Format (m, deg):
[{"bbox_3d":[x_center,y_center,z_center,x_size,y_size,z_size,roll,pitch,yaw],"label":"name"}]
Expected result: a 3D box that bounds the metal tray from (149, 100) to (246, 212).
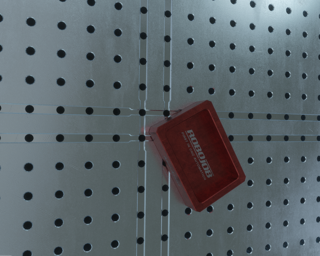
[{"bbox_3d":[0.054,0.038,0.431,0.091,0.030,0.129,-30,100,-18],"label":"metal tray"}]
